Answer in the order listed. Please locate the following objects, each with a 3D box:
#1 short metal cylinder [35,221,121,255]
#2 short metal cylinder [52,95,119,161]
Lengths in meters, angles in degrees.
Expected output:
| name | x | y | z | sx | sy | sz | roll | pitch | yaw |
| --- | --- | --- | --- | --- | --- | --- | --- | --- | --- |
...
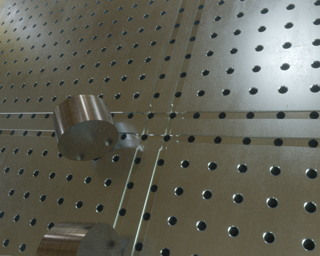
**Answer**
| name | x | y | z | sx | sy | sz | roll | pitch | yaw |
| --- | --- | --- | --- | --- | --- | --- | --- | --- | --- |
| short metal cylinder | -0.085 | 0.142 | 0.330 | 0.050 | 0.080 | 0.080 | -6 | 59 | 25 |
| short metal cylinder | -0.103 | 0.001 | 0.427 | 0.080 | 0.080 | 0.050 | -33 | 52 | 7 |
